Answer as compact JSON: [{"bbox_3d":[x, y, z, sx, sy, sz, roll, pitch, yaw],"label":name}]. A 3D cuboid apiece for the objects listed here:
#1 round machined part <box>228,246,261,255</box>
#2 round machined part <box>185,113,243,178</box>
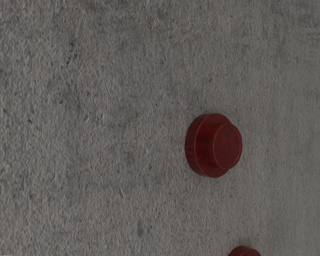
[{"bbox_3d":[0.148,0.253,0.518,0.099,0.042,0.097,0,90,-40],"label":"round machined part"},{"bbox_3d":[0.087,0.027,0.466,0.099,0.042,0.097,0,90,-40],"label":"round machined part"}]
